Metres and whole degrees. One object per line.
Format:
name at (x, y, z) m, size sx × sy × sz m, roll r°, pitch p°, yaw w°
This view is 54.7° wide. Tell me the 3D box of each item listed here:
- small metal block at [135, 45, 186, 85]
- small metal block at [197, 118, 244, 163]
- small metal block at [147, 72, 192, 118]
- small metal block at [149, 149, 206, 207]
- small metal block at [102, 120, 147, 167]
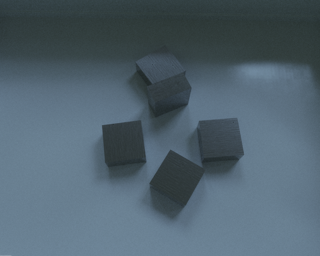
small metal block at (0.001, -0.081, 0.439) m, size 0.050 × 0.025 × 0.050 m, roll -32°, pitch 74°, yaw -12°
small metal block at (0.078, 0.016, 0.405) m, size 0.050 × 0.025 × 0.050 m, roll -4°, pitch 70°, yaw -2°
small metal block at (0.012, -0.043, 0.412) m, size 0.050 × 0.050 × 0.025 m, roll -23°, pitch 72°, yaw -8°
small metal block at (0.022, 0.063, 0.387) m, size 0.050 × 0.025 × 0.050 m, roll 30°, pitch 72°, yaw 10°
small metal block at (-0.046, 0.020, 0.402) m, size 0.050 × 0.025 × 0.050 m, roll -8°, pitch 70°, yaw -3°
